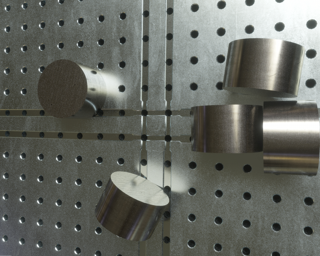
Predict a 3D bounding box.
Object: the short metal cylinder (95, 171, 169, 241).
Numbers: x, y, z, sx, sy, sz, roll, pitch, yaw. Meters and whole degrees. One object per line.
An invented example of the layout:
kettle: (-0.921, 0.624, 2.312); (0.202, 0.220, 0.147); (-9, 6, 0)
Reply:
short metal cylinder: (-0.035, 0.097, 0.395); (0.080, 0.080, 0.050); (28, 99, 17)

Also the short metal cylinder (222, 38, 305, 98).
short metal cylinder: (0.113, -0.064, 0.343); (0.080, 0.080, 0.050); (9, 93, 19)

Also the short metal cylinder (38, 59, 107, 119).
short metal cylinder: (-0.124, -0.053, 0.442); (0.080, 0.050, 0.079); (0, 90, 19)

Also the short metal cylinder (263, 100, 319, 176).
short metal cylinder: (0.139, 0.010, 0.334); (0.050, 0.080, 0.079); (0, 90, 20)

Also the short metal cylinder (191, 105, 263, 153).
short metal cylinder: (0.076, 0.001, 0.356); (0.080, 0.080, 0.050); (0, 90, 19)
